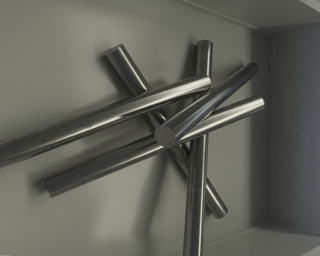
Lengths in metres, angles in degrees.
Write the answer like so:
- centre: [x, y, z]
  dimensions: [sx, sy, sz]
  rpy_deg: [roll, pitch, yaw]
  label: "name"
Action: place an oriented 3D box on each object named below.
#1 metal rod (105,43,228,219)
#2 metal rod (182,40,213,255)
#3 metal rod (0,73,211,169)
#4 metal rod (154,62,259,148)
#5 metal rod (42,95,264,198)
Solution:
- centre: [0.021, 0.021, 0.426]
  dimensions: [0.025, 0.025, 0.299]
  rpy_deg: [-49, 119, -29]
  label: "metal rod"
- centre: [0.054, 0.017, 0.424]
  dimensions: [0.025, 0.025, 0.299]
  rpy_deg: [19, 69, -39]
  label: "metal rod"
- centre: [-0.060, -0.011, 0.334]
  dimensions: [0.302, 0.025, 0.025]
  rpy_deg: [-23, 105, -31]
  label: "metal rod"
- centre: [0.083, -0.048, 0.431]
  dimensions: [0.302, 0.025, 0.025]
  rpy_deg: [-36, 113, -50]
  label: "metal rod"
- centre: [0.013, 0.012, 0.379]
  dimensions: [0.302, 0.025, 0.025]
  rpy_deg: [-20, 104, -26]
  label: "metal rod"
